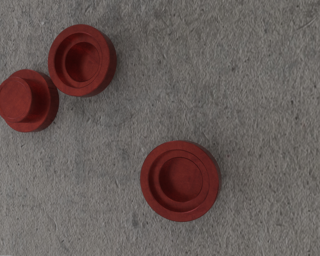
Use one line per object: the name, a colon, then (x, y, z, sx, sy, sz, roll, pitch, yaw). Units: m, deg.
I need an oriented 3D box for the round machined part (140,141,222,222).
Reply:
round machined part: (0.028, 0.064, 0.390, 0.098, 0.042, 0.097, 0, 90, 20)

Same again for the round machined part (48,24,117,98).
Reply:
round machined part: (-0.104, -0.092, 0.437, 0.098, 0.042, 0.097, 0, 90, 20)

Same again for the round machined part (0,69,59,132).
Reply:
round machined part: (-0.208, -0.042, 0.474, 0.098, 0.042, 0.097, 0, 90, 20)
